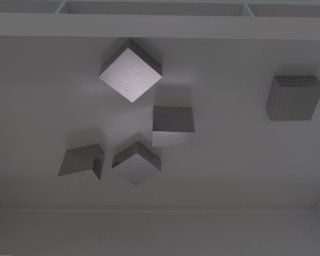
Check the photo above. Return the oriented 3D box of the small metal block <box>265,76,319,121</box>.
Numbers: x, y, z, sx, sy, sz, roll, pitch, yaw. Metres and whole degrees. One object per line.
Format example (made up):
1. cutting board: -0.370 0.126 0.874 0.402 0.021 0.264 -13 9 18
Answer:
1. small metal block: 0.163 -0.036 0.380 0.050 0.025 0.050 -1 130 0

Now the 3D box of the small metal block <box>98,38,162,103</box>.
1. small metal block: -0.033 -0.065 0.354 0.050 0.025 0.050 37 121 -27

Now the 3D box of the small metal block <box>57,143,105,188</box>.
1. small metal block: -0.109 0.052 0.436 0.050 0.050 0.025 -13 129 10

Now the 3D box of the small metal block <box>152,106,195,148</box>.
1. small metal block: 0.016 -0.002 0.391 0.050 0.050 0.025 2 130 -2

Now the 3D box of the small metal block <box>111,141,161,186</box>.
1. small metal block: -0.034 0.053 0.454 0.050 0.025 0.050 -33 123 25
